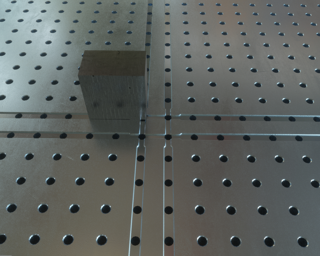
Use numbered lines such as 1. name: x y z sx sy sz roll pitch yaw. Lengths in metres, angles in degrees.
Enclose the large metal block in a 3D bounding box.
1. large metal block: -0.058 -0.057 0.419 0.081 0.080 0.050 0 50 0
